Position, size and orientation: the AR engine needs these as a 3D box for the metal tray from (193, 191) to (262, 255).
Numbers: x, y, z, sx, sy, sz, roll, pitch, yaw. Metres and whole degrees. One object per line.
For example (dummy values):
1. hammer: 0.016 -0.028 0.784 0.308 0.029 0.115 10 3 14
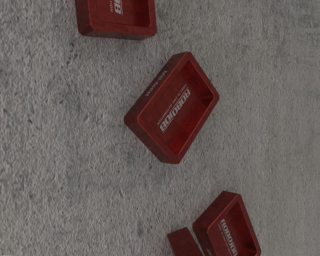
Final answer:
1. metal tray: 0.111 0.178 0.493 0.091 0.030 0.129 -37 113 -34

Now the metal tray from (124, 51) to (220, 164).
1. metal tray: 0.022 -0.028 0.418 0.090 0.030 0.130 50 61 -29

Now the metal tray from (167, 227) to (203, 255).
1. metal tray: 0.050 0.208 0.402 0.030 0.090 0.129 -19 104 -7

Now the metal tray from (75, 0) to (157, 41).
1. metal tray: -0.052 -0.172 0.356 0.091 0.030 0.129 -9 96 -40
